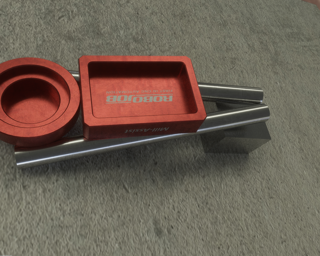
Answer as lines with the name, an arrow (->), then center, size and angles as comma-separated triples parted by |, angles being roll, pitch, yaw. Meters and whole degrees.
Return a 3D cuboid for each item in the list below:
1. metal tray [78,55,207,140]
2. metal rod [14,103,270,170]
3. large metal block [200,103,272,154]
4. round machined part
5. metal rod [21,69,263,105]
metal tray -> -0.022, -0.037, 0.348 | 0.131, 0.030, 0.090 | -3, 63, -16
metal rod -> -0.003, 0.005, 0.361 | 0.303, 0.025, 0.025 | -10, 67, -19
large metal block -> 0.103, -0.010, 0.451 | 0.081, 0.050, 0.080 | 4, 60, -27
round machined part -> -0.136, -0.024, 0.329 | 0.099, 0.042, 0.098 | 7, 60, -13
metal rod -> -0.013, -0.051, 0.389 | 0.302, 0.025, 0.025 | 3, 60, -12
